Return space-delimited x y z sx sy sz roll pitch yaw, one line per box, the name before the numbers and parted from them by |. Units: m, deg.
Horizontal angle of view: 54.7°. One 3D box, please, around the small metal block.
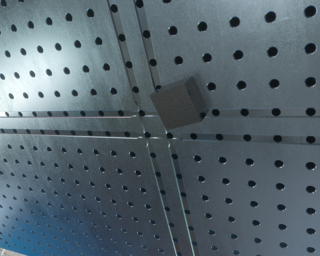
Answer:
small metal block | 0.023 -0.029 0.380 0.050 0.025 0.050 -15 111 33
